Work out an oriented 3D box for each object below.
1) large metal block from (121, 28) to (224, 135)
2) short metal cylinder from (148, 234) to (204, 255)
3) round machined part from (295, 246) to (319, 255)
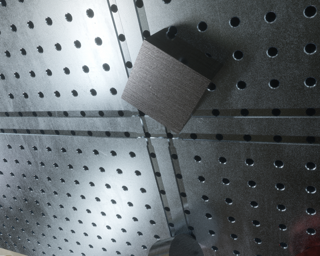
[{"bbox_3d":[0.013,-0.053,0.355,0.080,0.050,0.079,33,129,6],"label":"large metal block"},{"bbox_3d":[0.027,0.215,0.493,0.050,0.080,0.080,-33,100,38],"label":"short metal cylinder"},{"bbox_3d":[0.220,0.195,0.405,0.098,0.042,0.097,13,124,20],"label":"round machined part"}]
